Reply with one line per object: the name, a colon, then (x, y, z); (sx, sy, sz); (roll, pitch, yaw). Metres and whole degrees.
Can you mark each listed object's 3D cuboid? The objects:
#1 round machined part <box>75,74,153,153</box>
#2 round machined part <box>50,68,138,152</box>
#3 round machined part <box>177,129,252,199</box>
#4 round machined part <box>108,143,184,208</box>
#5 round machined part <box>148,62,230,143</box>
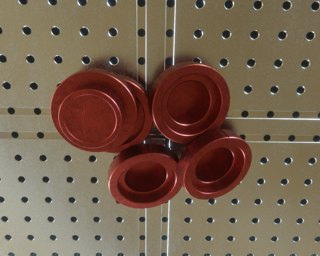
round machined part: (-0.057, -0.021, 0.395); (0.099, 0.042, 0.097); (0, 110, -1)
round machined part: (-0.075, -0.016, 0.352); (0.099, 0.042, 0.097); (0, 110, -1)
round machined part: (0.067, 0.043, 0.409); (0.099, 0.042, 0.097); (-11, 123, -18)
round machined part: (-0.020, 0.059, 0.416); (0.099, 0.042, 0.097); (-6, 125, -8)
round machined part: (0.033, -0.034, 0.383); (0.099, 0.042, 0.097); (-6, 112, -16)
